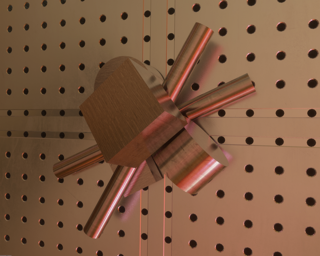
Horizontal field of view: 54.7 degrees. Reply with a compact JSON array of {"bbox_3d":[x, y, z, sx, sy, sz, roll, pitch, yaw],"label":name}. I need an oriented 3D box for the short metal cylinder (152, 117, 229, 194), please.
[{"bbox_3d":[0.035,0.031,0.367,0.050,0.080,0.080,-45,76,15],"label":"short metal cylinder"}]

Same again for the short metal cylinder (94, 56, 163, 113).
[{"bbox_3d":[-0.039,-0.050,0.409,0.080,0.050,0.079,0,90,20],"label":"short metal cylinder"}]

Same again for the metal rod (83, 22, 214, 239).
[{"bbox_3d":[-0.019,0.010,0.389,0.025,0.025,0.299,32,100,17],"label":"metal rod"}]

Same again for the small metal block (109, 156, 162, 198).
[{"bbox_3d":[-0.033,0.059,0.420,0.050,0.025,0.050,-29,81,17],"label":"small metal block"}]

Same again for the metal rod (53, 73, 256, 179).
[{"bbox_3d":[-0.020,0.005,0.416,0.300,0.025,0.025,-25,82,18],"label":"metal rod"}]

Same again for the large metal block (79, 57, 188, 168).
[{"bbox_3d":[-0.030,-0.014,0.339,0.080,0.050,0.080,-42,60,16],"label":"large metal block"}]
